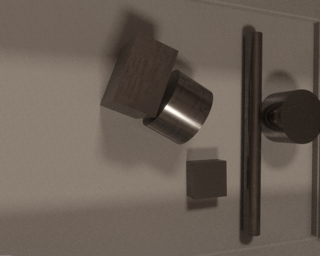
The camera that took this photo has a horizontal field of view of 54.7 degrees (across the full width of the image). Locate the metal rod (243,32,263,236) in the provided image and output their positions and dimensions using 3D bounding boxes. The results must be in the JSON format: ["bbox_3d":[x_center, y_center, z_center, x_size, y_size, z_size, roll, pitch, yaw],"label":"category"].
[{"bbox_3d":[0.139,0.008,0.463,0.025,0.025,0.298,1,90,-20],"label":"metal rod"}]

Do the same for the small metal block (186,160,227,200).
[{"bbox_3d":[0.065,0.071,0.436,0.050,0.025,0.050,-1,91,-21],"label":"small metal block"}]

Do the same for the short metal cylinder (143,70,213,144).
[{"bbox_3d":[0.021,-0.026,0.390,0.050,0.080,0.080,30,80,-18],"label":"short metal cylinder"}]

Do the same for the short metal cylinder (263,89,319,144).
[{"bbox_3d":[0.199,-0.017,0.473,0.081,0.050,0.079,0,90,-21],"label":"short metal cylinder"}]

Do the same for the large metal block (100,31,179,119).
[{"bbox_3d":[-0.028,-0.058,0.372,0.050,0.080,0.080,21,83,-19],"label":"large metal block"}]
